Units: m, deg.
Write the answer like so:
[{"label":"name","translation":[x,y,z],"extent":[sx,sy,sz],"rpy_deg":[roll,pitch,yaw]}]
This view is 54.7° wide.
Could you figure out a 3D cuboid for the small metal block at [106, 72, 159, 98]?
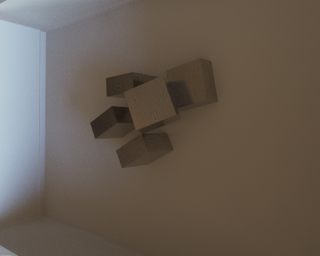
[{"label":"small metal block","translation":[-0.036,-0.056,0.419],"extent":[0.050,0.050,0.025],"rpy_deg":[-4,88,39]}]

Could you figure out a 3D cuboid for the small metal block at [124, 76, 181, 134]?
[{"label":"small metal block","translation":[-0.009,-0.027,0.368],"extent":[0.050,0.025,0.050],"rpy_deg":[-22,75,11]}]

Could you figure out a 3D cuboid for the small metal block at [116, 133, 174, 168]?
[{"label":"small metal block","translation":[-0.020,0.029,0.405],"extent":[0.050,0.050,0.025],"rpy_deg":[-33,70,35]}]

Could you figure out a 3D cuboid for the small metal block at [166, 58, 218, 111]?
[{"label":"small metal block","translation":[0.038,-0.051,0.374],"extent":[0.050,0.025,0.050],"rpy_deg":[-13,82,38]}]

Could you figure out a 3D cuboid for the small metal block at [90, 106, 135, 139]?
[{"label":"small metal block","translation":[-0.061,-0.007,0.438],"extent":[0.050,0.050,0.025],"rpy_deg":[-32,70,35]}]
